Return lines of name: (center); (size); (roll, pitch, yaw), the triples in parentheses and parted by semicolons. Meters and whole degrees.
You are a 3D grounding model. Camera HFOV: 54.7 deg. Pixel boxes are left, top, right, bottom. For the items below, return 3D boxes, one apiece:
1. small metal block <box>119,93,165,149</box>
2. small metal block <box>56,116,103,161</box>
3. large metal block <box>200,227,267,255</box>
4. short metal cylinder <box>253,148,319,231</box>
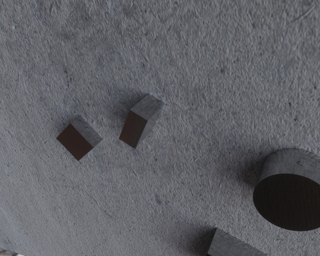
small metal block: (-0.023, -0.009, 0.397); (0.025, 0.050, 0.050); (32, 129, 7)
small metal block: (-0.126, 0.017, 0.484); (0.050, 0.025, 0.050); (48, 129, -6)
large metal block: (0.102, 0.211, 0.467); (0.080, 0.050, 0.079); (26, 128, 11)
short metal cylinder: (0.152, 0.070, 0.354); (0.080, 0.050, 0.079); (13, 124, 21)
